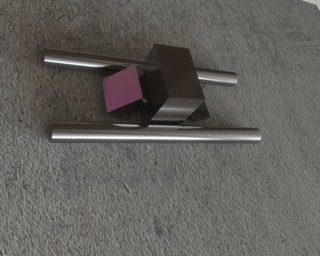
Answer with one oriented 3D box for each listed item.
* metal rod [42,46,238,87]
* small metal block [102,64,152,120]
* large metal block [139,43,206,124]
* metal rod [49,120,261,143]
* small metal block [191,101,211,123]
[{"bbox_3d":[-0.010,-0.085,0.453,0.303,0.025,0.025,1,61,-28],"label":"metal rod"},{"bbox_3d":[-0.043,-0.045,0.394,0.025,0.050,0.050,37,36,-59],"label":"small metal block"},{"bbox_3d":[0.007,-0.051,0.409,0.050,0.080,0.080,1,62,-28],"label":"large metal block"},{"bbox_3d":[0.014,0.008,0.409,0.303,0.025,0.025,2,61,-28],"label":"metal rod"},{"bbox_3d":[0.050,-0.042,0.442,0.025,0.050,0.050,-18,64,9],"label":"small metal block"}]
